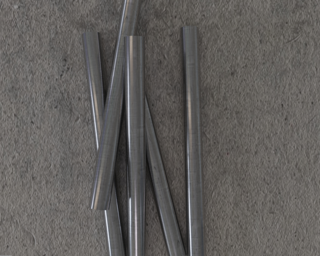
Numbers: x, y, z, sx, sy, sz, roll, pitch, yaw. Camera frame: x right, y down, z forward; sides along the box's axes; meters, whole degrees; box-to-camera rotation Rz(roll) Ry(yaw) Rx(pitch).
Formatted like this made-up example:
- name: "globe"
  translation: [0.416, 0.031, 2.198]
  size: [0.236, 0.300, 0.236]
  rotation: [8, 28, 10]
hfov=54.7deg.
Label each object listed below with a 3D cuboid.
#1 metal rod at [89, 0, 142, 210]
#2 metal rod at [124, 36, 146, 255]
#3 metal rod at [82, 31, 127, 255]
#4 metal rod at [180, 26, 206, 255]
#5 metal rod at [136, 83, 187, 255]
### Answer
- name: "metal rod"
  translation: [-0.053, -0.049, 0.393]
  size: [0.025, 0.025, 0.298]
  rotation: [8, 84, 0]
- name: "metal rod"
  translation: [-0.030, 0.039, 0.391]
  size: [0.025, 0.025, 0.298]
  rotation: [0, 97, 0]
- name: "metal rod"
  translation: [-0.073, 0.025, 0.409]
  size: [0.025, 0.025, 0.298]
  rotation: [-7, 90, 0]
- name: "metal rod"
  translation: [0.043, 0.018, 0.410]
  size: [0.025, 0.025, 0.298]
  rotation: [-2, 90, 0]
- name: "metal rod"
  translation: [0.003, 0.085, 0.409]
  size: [0.025, 0.025, 0.298]
  rotation: [-14, 90, 0]
